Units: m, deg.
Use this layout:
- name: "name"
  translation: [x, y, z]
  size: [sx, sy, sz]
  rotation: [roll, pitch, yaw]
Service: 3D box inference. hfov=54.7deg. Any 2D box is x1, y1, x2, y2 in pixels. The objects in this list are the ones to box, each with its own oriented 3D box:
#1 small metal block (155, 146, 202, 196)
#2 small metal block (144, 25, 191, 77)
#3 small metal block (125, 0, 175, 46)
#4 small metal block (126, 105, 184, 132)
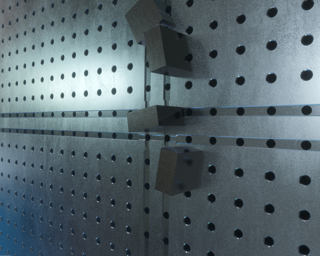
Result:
- name: "small metal block"
  translation: [0.023, 0.050, 0.373]
  size: [0.025, 0.050, 0.050]
  rotation: [14, 99, 39]
- name: "small metal block"
  translation: [0.010, -0.094, 0.383]
  size: [0.025, 0.050, 0.050]
  rotation: [-14, 81, 39]
- name: "small metal block"
  translation: [-0.015, -0.147, 0.420]
  size: [0.050, 0.025, 0.050]
  rotation: [-35, 69, 34]
- name: "small metal block"
  translation: [-0.006, -0.011, 0.396]
  size: [0.050, 0.050, 0.025]
  rotation: [-12, 83, 39]
